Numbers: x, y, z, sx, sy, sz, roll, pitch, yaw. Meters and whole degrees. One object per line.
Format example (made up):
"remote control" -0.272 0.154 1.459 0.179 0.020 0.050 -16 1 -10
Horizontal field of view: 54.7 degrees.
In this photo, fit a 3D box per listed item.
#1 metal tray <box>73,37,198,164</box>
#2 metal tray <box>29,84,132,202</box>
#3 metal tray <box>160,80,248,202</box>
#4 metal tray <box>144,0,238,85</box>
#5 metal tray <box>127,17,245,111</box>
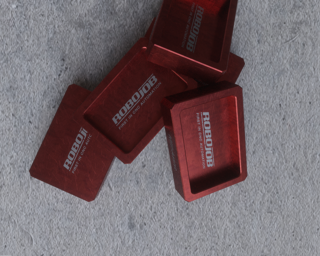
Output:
"metal tray" -0.029 -0.032 0.378 0.090 0.030 0.130 41 90 -1
"metal tray" -0.100 0.019 0.407 0.090 0.030 0.129 25 90 -1
"metal tray" 0.057 0.017 0.375 0.091 0.030 0.129 -17 115 -16
"metal tray" 0.041 -0.125 0.375 0.091 0.030 0.130 20 62 -10
"metal tray" 0.032 -0.076 0.409 0.131 0.030 0.090 27 90 -1
